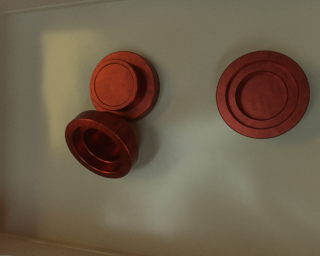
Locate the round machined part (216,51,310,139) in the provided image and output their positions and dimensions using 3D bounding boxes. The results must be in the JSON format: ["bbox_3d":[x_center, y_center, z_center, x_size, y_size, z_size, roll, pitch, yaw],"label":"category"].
[{"bbox_3d":[0.118,-0.037,0.360,0.098,0.042,0.097,0,90,19],"label":"round machined part"}]

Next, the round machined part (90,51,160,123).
[{"bbox_3d":[-0.053,-0.056,0.419,0.098,0.042,0.097,0,90,19],"label":"round machined part"}]

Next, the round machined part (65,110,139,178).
[{"bbox_3d":[-0.072,0.017,0.409,0.098,0.042,0.097,15,131,18],"label":"round machined part"}]
